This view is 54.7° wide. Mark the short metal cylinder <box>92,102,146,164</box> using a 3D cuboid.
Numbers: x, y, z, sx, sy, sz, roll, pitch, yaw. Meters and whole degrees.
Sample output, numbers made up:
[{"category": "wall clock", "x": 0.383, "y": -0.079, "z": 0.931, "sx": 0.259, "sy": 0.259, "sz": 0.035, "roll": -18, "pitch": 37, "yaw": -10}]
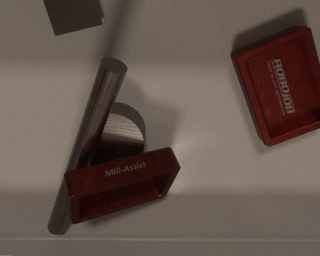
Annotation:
[{"category": "short metal cylinder", "x": -0.060, "y": 0.011, "z": 0.401, "sx": 0.081, "sy": 0.050, "sz": 0.079, "roll": 0, "pitch": 110, "yaw": -1}]

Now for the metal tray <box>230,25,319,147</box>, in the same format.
[{"category": "metal tray", "x": 0.155, "y": -0.051, "z": 0.392, "sx": 0.090, "sy": 0.030, "sz": 0.129, "roll": -22, "pitch": 109, "yaw": 7}]

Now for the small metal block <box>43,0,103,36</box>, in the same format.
[{"category": "small metal block", "x": -0.100, "y": -0.137, "z": 0.353, "sx": 0.050, "sy": 0.025, "sz": 0.050, "roll": -7, "pitch": 111, "yaw": 17}]

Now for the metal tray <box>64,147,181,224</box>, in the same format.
[{"category": "metal tray", "x": -0.048, "y": 0.072, "z": 0.384, "sx": 0.131, "sy": 0.030, "sz": 0.089, "roll": -12, "pitch": 148, "yaw": -22}]

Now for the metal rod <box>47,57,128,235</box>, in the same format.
[{"category": "metal rod", "x": -0.099, "y": 0.046, "z": 0.374, "sx": 0.025, "sy": 0.025, "sz": 0.298, "roll": 22, "pitch": 128, "yaw": -9}]
